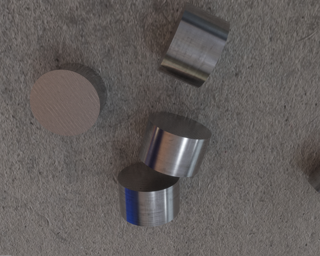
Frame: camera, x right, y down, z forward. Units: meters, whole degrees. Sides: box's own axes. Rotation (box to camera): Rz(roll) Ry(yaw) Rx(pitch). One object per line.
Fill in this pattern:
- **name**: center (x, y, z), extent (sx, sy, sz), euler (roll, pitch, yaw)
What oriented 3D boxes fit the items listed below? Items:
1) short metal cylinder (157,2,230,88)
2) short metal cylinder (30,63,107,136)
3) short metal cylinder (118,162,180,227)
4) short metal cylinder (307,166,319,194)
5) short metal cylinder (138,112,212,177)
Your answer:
- **short metal cylinder**: center (0.035, -0.091, 0.347), extent (0.050, 0.080, 0.080), euler (23, 109, -8)
- **short metal cylinder**: center (-0.110, -0.036, 0.382), extent (0.081, 0.050, 0.079), euler (0, 110, 0)
- **short metal cylinder**: center (-0.014, 0.085, 0.411), extent (0.080, 0.080, 0.050), euler (-1, 110, 0)
- **short metal cylinder**: center (0.247, 0.077, 0.411), extent (0.080, 0.080, 0.050), euler (33, 107, -12)
- **short metal cylinder**: center (0.018, 0.019, 0.387), extent (0.080, 0.080, 0.050), euler (14, 110, -5)
